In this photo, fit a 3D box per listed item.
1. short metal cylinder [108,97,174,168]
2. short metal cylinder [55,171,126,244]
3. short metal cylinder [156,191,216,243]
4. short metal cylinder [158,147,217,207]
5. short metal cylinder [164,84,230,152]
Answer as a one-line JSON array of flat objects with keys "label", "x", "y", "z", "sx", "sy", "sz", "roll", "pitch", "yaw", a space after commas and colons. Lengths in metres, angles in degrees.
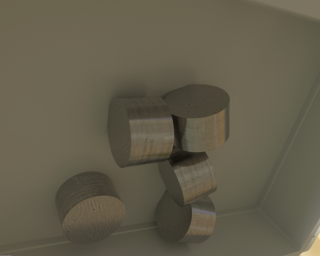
[{"label": "short metal cylinder", "x": -0.025, "y": 0.004, "z": 0.363, "sx": 0.050, "sy": 0.080, "sz": 0.079, "roll": -5, "pitch": 121, "yaw": -26}, {"label": "short metal cylinder", "x": -0.092, "y": 0.105, "z": 0.408, "sx": 0.081, "sy": 0.050, "sz": 0.079, "roll": -14, "pitch": 125, "yaw": -21}, {"label": "short metal cylinder", "x": 0.039, "y": 0.136, "z": 0.481, "sx": 0.050, "sy": 0.080, "sz": 0.080, "roll": 19, "pitch": 109, "yaw": -36}, {"label": "short metal cylinder", "x": 0.036, "y": 0.063, "z": 0.434, "sx": 0.050, "sy": 0.080, "sz": 0.079, "roll": -21, "pitch": 127, "yaw": -16}, {"label": "short metal cylinder", "x": 0.047, "y": -0.014, "z": 0.392, "sx": 0.081, "sy": 0.080, "sz": 0.050, "roll": -21, "pitch": 127, "yaw": -17}]
